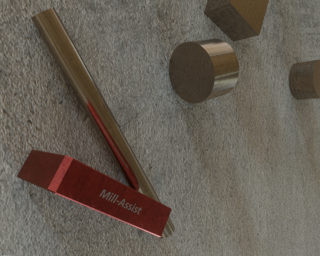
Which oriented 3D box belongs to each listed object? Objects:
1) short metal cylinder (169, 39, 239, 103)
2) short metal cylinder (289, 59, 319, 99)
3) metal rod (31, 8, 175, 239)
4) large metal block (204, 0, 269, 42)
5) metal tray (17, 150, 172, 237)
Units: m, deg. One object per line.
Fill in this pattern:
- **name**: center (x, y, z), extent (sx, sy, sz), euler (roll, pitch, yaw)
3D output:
- **short metal cylinder**: center (0.058, -0.077, 0.417), extent (0.050, 0.080, 0.079), euler (-19, 103, -38)
- **short metal cylinder**: center (0.316, -0.101, 0.653), extent (0.081, 0.050, 0.079), euler (0, 90, -40)
- **metal rod**: center (-0.054, 0.012, 0.359), extent (0.025, 0.025, 0.299), euler (-40, 115, -33)
- **large metal block**: center (0.124, -0.198, 0.492), extent (0.080, 0.050, 0.080), euler (29, 72, -36)
- **metal tray**: center (-0.063, 0.066, 0.309), extent (0.130, 0.090, 0.030), euler (36, 68, -34)
